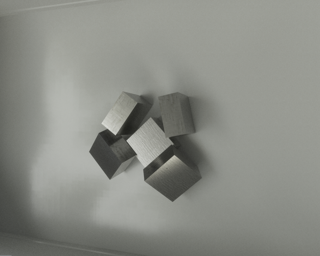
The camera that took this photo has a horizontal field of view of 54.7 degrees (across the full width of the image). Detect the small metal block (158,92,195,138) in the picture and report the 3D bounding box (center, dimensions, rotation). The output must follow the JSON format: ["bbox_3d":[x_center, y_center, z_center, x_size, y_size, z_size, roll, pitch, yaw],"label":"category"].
[{"bbox_3d":[0.022,-0.015,0.386,0.025,0.050,0.050,-12,86,18],"label":"small metal block"}]

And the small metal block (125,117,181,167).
[{"bbox_3d":[-0.009,0.021,0.410,0.050,0.025,0.050,-44,77,14],"label":"small metal block"}]

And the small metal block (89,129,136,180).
[{"bbox_3d":[-0.065,0.034,0.418,0.050,0.025,0.050,51,138,12],"label":"small metal block"}]

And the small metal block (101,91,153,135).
[{"bbox_3d":[-0.042,-0.018,0.409,0.025,0.050,0.050,38,102,16],"label":"small metal block"}]

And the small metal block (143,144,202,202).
[{"bbox_3d":[0.015,0.057,0.389,0.050,0.025,0.050,-43,114,14],"label":"small metal block"}]
